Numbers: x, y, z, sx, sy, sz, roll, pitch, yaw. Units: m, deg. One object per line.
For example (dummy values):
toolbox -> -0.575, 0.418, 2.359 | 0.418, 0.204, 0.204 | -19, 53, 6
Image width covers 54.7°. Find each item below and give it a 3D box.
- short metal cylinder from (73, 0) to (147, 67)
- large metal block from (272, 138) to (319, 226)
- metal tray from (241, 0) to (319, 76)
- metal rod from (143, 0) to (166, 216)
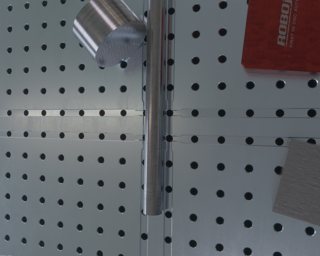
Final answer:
short metal cylinder -> -0.065, -0.126, 0.406 | 0.080, 0.080, 0.050 | -42, 77, 15
large metal block -> 0.174, 0.060, 0.338 | 0.080, 0.050, 0.079 | 15, 95, 19
metal tray -> 0.148, -0.129, 0.358 | 0.090, 0.030, 0.129 | 7, 92, 19
metal rod -> -0.007, -0.035, 0.414 | 0.025, 0.025, 0.298 | 1, 90, 20
